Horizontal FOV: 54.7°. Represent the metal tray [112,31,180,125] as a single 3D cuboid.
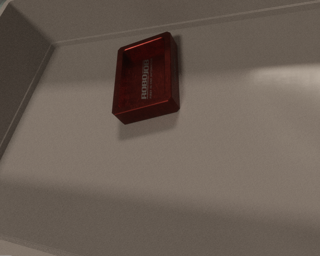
[{"bbox_3d":[-0.020,-0.075,0.457,0.090,0.030,0.130,-13,56,20],"label":"metal tray"}]
